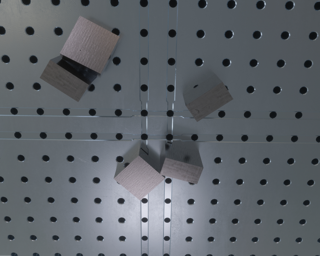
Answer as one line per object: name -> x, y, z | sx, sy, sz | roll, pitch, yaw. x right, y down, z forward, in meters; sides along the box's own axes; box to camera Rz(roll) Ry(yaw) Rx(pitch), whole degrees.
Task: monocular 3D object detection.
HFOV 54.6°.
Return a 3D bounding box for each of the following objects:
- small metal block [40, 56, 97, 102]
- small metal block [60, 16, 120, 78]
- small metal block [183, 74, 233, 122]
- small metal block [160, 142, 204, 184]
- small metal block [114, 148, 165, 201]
small metal block -> -0.109, -0.062, 0.376 | 0.050, 0.050, 0.025 | 33, 107, -11
small metal block -> -0.082, -0.095, 0.368 | 0.050, 0.025, 0.050 | 26, 83, -10
small metal block -> 0.058, -0.039, 0.386 | 0.050, 0.050, 0.025 | -33, 107, 11
small metal block -> 0.028, 0.046, 0.417 | 0.050, 0.050, 0.025 | 16, 109, -6
small metal block -> -0.028, 0.065, 0.437 | 0.050, 0.025, 0.050 | 43, 104, -14
